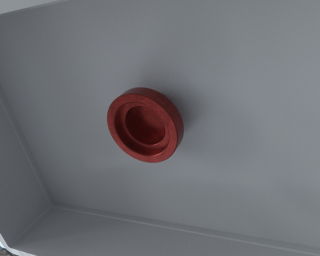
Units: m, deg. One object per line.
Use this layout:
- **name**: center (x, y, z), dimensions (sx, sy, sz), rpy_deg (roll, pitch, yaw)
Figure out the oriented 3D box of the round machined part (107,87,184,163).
- **round machined part**: center (-0.015, -0.007, 0.398), dimensions (0.098, 0.042, 0.097), rpy_deg (13, 124, 21)
